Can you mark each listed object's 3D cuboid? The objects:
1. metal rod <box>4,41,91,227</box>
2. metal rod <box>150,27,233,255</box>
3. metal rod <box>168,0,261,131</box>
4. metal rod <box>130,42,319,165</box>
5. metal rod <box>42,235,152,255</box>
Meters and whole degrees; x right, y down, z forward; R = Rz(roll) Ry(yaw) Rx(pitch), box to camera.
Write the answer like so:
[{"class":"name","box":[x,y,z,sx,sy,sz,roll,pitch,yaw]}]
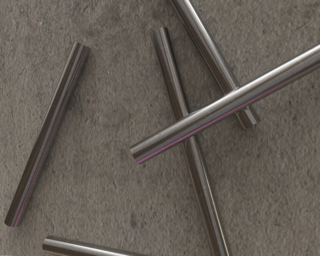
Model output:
[{"class":"metal rod","box":[-0.172,0.014,0.467,0.025,0.025,0.298,27,98,17]},{"class":"metal rod","box":[0.038,0.017,0.394,0.025,0.025,0.298,-17,84,19]},{"class":"metal rod","box":[0.042,-0.133,0.393,0.025,0.025,0.299,-30,81,17]},{"class":"metal rod","box":[0.101,-0.039,0.348,0.301,0.025,0.025,-29,81,7]},{"class":"metal rod","box":[-0.027,0.183,0.417,0.301,0.025,0.025,3,91,19]}]
